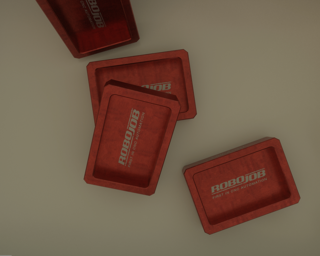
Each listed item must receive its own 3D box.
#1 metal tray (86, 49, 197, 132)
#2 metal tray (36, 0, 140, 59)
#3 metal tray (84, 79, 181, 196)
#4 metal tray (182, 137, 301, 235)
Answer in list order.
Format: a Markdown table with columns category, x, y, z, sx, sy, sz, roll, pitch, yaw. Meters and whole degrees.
| category | x | y | z | sx | sy | sz | roll | pitch | yaw |
| --- | --- | --- | --- | --- | --- | --- | --- | --- | --- |
| metal tray | -0.023 | -0.048 | 0.408 | 0.131 | 0.030 | 0.089 | -8 | 90 | -1 |
| metal tray | -0.079 | -0.137 | 0.356 | 0.090 | 0.130 | 0.030 | -17 | 71 | 0 |
| metal tray | -0.036 | 0.014 | 0.382 | 0.091 | 0.030 | 0.129 | 13 | 109 | -8 |
| metal tray | 0.105 | 0.074 | 0.410 | 0.131 | 0.030 | 0.090 | -20 | 90 | -1 |
